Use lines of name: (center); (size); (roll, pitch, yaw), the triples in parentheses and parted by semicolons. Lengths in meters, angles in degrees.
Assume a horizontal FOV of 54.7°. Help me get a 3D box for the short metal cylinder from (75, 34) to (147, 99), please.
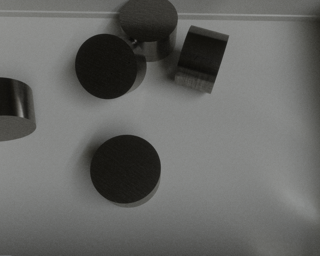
short metal cylinder: (-0.062, -0.081, 0.406); (0.080, 0.050, 0.079); (2, 104, 10)

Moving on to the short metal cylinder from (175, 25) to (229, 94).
short metal cylinder: (0.056, -0.091, 0.414); (0.050, 0.080, 0.080); (17, 71, 6)

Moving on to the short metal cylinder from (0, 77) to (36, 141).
short metal cylinder: (-0.200, -0.021, 0.386); (0.081, 0.080, 0.050); (-13, 71, -5)

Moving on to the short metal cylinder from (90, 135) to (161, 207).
short metal cylinder: (-0.039, 0.054, 0.376); (0.081, 0.050, 0.080); (0, 70, 0)

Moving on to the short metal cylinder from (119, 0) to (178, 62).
short metal cylinder: (-0.016, -0.143, 0.449); (0.081, 0.050, 0.080); (0, 70, -1)
